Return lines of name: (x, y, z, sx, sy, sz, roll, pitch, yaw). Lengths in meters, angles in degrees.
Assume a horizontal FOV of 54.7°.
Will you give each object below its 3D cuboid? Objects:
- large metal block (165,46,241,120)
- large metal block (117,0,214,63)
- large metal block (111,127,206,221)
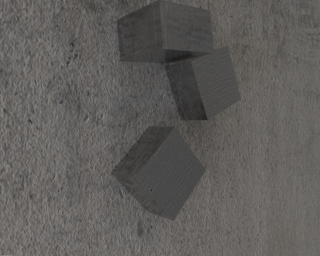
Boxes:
large metal block: (0.063, -0.063, 0.441, 0.081, 0.050, 0.080, -29, 108, -36)
large metal block: (0.006, -0.111, 0.373, 0.081, 0.080, 0.050, -7, 95, -40)
large metal block: (0.001, 0.054, 0.389, 0.080, 0.050, 0.080, -52, 120, -27)
